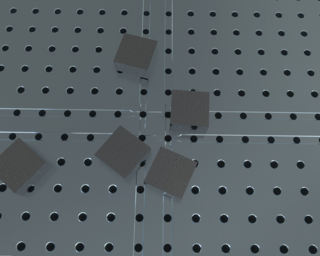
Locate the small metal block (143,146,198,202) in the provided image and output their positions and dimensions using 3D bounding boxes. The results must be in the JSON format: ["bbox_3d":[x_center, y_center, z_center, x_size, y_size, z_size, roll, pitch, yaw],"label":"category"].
[{"bbox_3d":[0.013,0.058,0.391,0.050,0.025,0.050,24,72,8],"label":"small metal block"}]

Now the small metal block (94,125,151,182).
[{"bbox_3d":[-0.047,0.033,0.399,0.050,0.025,0.050,36,74,12],"label":"small metal block"}]

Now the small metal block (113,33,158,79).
[{"bbox_3d":[-0.034,-0.105,0.450,0.050,0.025,0.050,15,71,5],"label":"small metal block"}]

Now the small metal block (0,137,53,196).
[{"bbox_3d":[-0.176,0.049,0.392,0.050,0.025,0.050,38,74,12],"label":"small metal block"}]

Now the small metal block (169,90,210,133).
[{"bbox_3d":[0.040,-0.023,0.421,0.050,0.025,0.050,4,70,1],"label":"small metal block"}]
